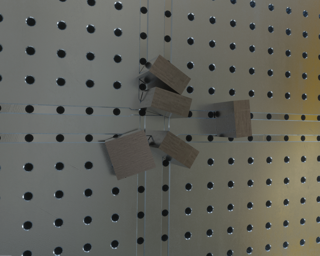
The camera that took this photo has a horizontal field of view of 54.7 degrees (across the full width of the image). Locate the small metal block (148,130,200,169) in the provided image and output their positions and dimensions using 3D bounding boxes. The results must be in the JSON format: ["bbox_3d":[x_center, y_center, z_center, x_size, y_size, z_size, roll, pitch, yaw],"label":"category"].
[{"bbox_3d":[0.015,0.027,0.406,0.050,0.050,0.025,34,78,-18],"label":"small metal block"}]

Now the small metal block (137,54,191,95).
[{"bbox_3d":[0.004,-0.065,0.402,0.050,0.050,0.025,35,79,-17],"label":"small metal block"}]

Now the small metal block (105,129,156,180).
[{"bbox_3d":[-0.038,0.033,0.394,0.050,0.025,0.050,-18,97,-7],"label":"small metal block"}]

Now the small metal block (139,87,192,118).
[{"bbox_3d":[0.006,-0.031,0.403,0.050,0.050,0.025,16,85,-20],"label":"small metal block"}]

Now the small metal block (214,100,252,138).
[{"bbox_3d":[0.103,-0.013,0.439,0.025,0.050,0.050,-6,92,-20],"label":"small metal block"}]
